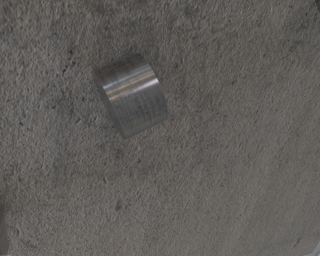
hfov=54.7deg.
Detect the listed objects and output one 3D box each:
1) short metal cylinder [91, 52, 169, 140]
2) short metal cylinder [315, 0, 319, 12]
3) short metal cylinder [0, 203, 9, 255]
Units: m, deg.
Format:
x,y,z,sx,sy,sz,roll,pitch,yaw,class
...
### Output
x,y,z,sx,sy,sz,roll,pitch,yaw,class
-0.032,-0.034,0.332,0.050,0.080,0.080,-26,128,-12,short metal cylinder
0.254,-0.172,0.403,0.050,0.080,0.080,-46,129,4,short metal cylinder
-0.208,0.117,0.330,0.081,0.080,0.050,-7,122,-25,short metal cylinder
